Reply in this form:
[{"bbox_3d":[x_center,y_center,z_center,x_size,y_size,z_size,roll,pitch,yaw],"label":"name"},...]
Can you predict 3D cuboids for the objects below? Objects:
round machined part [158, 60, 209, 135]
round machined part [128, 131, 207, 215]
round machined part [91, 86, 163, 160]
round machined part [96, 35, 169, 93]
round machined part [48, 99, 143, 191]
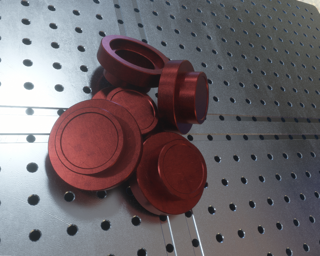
[{"bbox_3d":[0.036,-0.040,0.404,0.042,0.098,0.098,4,49,23],"label":"round machined part"},{"bbox_3d":[0.016,0.051,0.360,0.099,0.042,0.098,12,67,-31],"label":"round machined part"},{"bbox_3d":[-0.041,-0.013,0.383,0.099,0.042,0.098,14,56,-21],"label":"round machined part"},{"bbox_3d":[-0.037,-0.081,0.414,0.099,0.042,0.098,19,33,-13],"label":"round machined part"},{"bbox_3d":[-0.068,0.016,0.321,0.099,0.042,0.098,0,78,2],"label":"round machined part"}]
